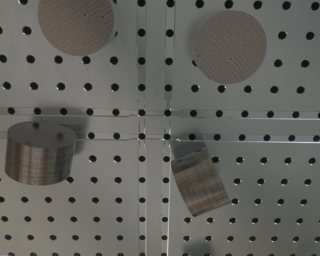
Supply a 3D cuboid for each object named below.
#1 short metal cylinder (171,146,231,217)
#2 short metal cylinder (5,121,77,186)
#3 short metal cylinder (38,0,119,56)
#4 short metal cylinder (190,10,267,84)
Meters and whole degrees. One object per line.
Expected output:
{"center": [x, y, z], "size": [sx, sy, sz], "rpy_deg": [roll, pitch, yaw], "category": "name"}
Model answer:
{"center": [0.054, 0.071, 0.411], "size": [0.050, 0.080, 0.080], "rpy_deg": [-24, 109, 8], "category": "short metal cylinder"}
{"center": [-0.151, 0.030, 0.393], "size": [0.081, 0.080, 0.050], "rpy_deg": [13, 110, -5], "category": "short metal cylinder"}
{"center": [-0.089, -0.126, 0.353], "size": [0.081, 0.050, 0.079], "rpy_deg": [0, 110, -1], "category": "short metal cylinder"}
{"center": [0.078, -0.096, 0.366], "size": [0.081, 0.050, 0.079], "rpy_deg": [0, 110, -1], "category": "short metal cylinder"}
